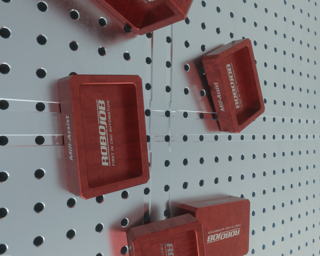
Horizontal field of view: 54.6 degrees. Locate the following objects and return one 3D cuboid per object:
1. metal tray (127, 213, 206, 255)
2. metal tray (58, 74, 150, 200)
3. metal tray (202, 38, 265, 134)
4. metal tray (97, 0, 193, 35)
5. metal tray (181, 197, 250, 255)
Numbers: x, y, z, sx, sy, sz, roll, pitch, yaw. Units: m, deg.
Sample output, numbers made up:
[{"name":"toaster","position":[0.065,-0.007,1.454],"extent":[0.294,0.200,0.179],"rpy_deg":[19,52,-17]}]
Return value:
[{"name":"metal tray","position":[0.013,0.185,0.395],"extent":[0.091,0.030,0.129],"rpy_deg":[-9,96,-18]},{"name":"metal tray","position":[-0.060,0.006,0.354],"extent":[0.091,0.030,0.129],"rpy_deg":[-8,95,-40]},{"name":"metal tray","position":[0.122,-0.067,0.499],"extent":[0.091,0.030,0.129],"rpy_deg":[-33,114,-34]},{"name":"metal tray","position":[-0.038,-0.160,0.333],"extent":[0.130,0.090,0.030],"rpy_deg":[33,70,-35]},{"name":"metal tray","position":[0.088,0.158,0.479],"extent":[0.131,0.030,0.090],"rpy_deg":[4,88,-40]}]
